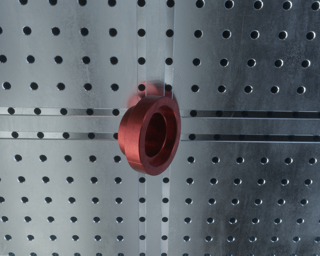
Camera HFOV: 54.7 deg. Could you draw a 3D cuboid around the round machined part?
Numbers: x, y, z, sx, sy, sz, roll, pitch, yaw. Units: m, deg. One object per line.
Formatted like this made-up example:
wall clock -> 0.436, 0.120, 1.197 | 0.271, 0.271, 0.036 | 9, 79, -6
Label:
round machined part -> -0.015, 0.007, 0.386 | 0.042, 0.099, 0.097 | 10, 114, 30
